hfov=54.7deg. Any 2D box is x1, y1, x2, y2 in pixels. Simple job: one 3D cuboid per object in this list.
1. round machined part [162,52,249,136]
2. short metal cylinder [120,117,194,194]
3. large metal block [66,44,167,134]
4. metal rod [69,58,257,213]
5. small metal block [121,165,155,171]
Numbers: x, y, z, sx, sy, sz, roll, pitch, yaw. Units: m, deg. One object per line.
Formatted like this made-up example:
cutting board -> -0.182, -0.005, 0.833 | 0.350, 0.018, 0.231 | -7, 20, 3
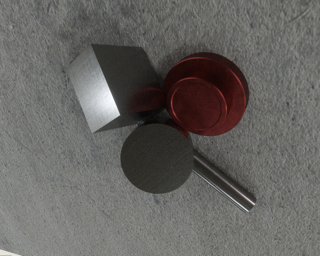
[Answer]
round machined part -> 0.047, -0.032, 0.351 | 0.098, 0.042, 0.097 | 13, 124, 20
short metal cylinder -> -0.001, 0.030, 0.362 | 0.080, 0.050, 0.079 | 1, 101, 5
large metal block -> -0.047, -0.046, 0.354 | 0.050, 0.081, 0.080 | -29, 81, 39
metal rod -> 0.001, 0.008, 0.412 | 0.300, 0.025, 0.025 | 38, 129, 1
small metal block -> -0.017, 0.043, 0.427 | 0.050, 0.050, 0.025 | -23, 105, 35
